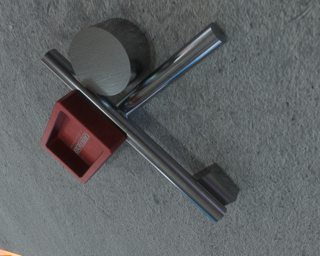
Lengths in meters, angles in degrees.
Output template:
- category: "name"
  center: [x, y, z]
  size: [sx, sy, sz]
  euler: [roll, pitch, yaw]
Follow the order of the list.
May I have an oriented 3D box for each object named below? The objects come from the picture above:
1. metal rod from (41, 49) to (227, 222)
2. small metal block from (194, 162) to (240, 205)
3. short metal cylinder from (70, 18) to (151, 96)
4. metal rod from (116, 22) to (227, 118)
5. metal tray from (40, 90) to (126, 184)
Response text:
- category: "metal rod"
  center: [-0.031, 0.011, 0.398]
  size: [0.300, 0.025, 0.025]
  euler: [43, 129, -2]
- category: "small metal block"
  center: [0.070, 0.082, 0.420]
  size: [0.050, 0.025, 0.050]
  euler: [47, 129, -6]
- category: "short metal cylinder"
  center: [-0.058, -0.085, 0.368]
  size: [0.080, 0.050, 0.079]
  euler: [13, 124, 20]
- category: "metal rod"
  center: [-0.039, -0.033, 0.407]
  size: [0.299, 0.025, 0.025]
  euler: [-33, 100, 38]
- category: "metal tray"
  center: [-0.110, 0.018, 0.422]
  size: [0.090, 0.030, 0.129]
  euler: [43, 141, -2]
